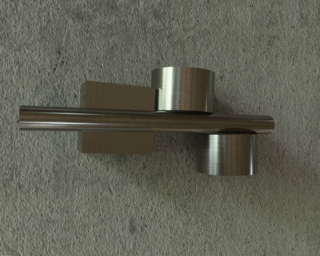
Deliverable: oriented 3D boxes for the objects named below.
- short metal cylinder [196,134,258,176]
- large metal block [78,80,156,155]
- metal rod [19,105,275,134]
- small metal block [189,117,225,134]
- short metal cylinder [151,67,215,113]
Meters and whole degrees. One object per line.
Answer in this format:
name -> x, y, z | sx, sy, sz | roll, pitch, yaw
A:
short metal cylinder -> 0.089, 0.033, 0.415 | 0.081, 0.080, 0.050 | 0, 90, -20
large metal block -> -0.054, -0.010, 0.374 | 0.081, 0.050, 0.079 | 3, 89, -20
metal rod -> 0.004, -0.007, 0.358 | 0.303, 0.025, 0.025 | 1, 90, -22
small metal block -> 0.052, -0.005, 0.416 | 0.050, 0.050, 0.025 | 1, 90, -20
short metal cylinder -> 0.028, -0.045, 0.393 | 0.081, 0.080, 0.050 | 2, 90, -20
